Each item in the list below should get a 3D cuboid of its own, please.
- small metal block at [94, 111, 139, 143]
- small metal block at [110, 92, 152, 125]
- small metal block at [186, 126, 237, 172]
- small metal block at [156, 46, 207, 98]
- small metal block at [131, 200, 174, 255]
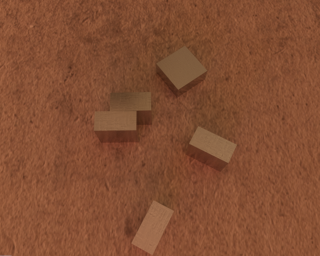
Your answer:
[{"bbox_3d":[-0.053,0.000,0.394,0.050,0.050,0.025,-1,71,-1],"label":"small metal block"},{"bbox_3d":[-0.036,-0.024,0.403,0.050,0.050,0.025,-1,70,-1],"label":"small metal block"},{"bbox_3d":[0.062,0.027,0.386,0.050,0.050,0.025,26,72,9],"label":"small metal block"},{"bbox_3d":[0.030,-0.080,0.438,0.050,0.025,0.050,-34,74,-12],"label":"small metal block"},{"bbox_3d":[-0.007,0.114,0.353,0.025,0.050,0.050,26,72,9],"label":"small metal block"}]
